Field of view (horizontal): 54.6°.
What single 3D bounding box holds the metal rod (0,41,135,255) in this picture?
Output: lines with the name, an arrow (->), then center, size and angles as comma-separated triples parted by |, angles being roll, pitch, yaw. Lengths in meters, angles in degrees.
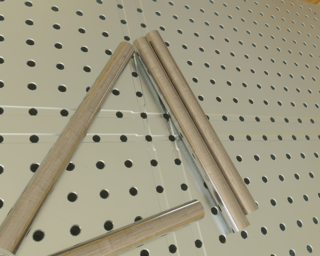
metal rod -> -0.093, -0.005, 0.360 | 0.025, 0.025, 0.300 | 29, 52, -10

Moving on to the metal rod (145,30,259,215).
metal rod -> 0.052, -0.018, 0.446 | 0.025, 0.025, 0.299 | -15, 70, -34

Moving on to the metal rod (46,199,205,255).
metal rod -> -0.079, 0.123, 0.290 | 0.302, 0.025, 0.025 | -11, 68, -33

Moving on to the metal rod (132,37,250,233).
metal rod -> 0.035, -0.002, 0.427 | 0.025, 0.025, 0.299 | -16, 70, -34
